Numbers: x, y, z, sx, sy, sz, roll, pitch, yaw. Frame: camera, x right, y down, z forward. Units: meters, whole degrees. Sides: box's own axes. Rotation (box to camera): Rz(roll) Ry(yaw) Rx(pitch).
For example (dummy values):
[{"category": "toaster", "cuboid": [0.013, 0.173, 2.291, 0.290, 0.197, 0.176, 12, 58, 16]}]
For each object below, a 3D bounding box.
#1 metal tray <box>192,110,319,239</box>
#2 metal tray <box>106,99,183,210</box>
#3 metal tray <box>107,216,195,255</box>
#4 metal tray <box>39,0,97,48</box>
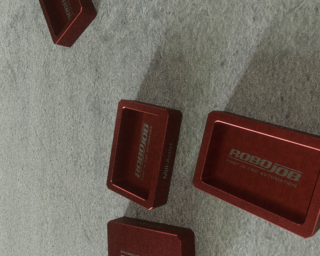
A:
[{"category": "metal tray", "cuboid": [0.102, 0.040, 0.316, 0.130, 0.030, 0.089, 19, 102, 38]}, {"category": "metal tray", "cuboid": [-0.024, 0.032, 0.419, 0.090, 0.030, 0.129, 16, 100, 38]}, {"category": "metal tray", "cuboid": [-0.015, 0.174, 0.412, 0.130, 0.030, 0.089, -4, 88, 39]}, {"category": "metal tray", "cuboid": [-0.165, -0.218, 0.534, 0.090, 0.030, 0.130, -36, 68, 34]}]
